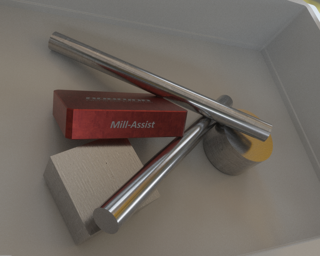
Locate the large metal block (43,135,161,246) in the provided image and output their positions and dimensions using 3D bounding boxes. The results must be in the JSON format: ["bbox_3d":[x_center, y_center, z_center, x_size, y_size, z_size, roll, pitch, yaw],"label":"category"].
[{"bbox_3d":[-0.060,0.059,0.316,0.081,0.050,0.080,-21,73,-36],"label":"large metal block"}]

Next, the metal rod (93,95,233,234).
[{"bbox_3d":[0.029,0.017,0.364,0.025,0.025,0.302,47,37,4],"label":"metal rod"}]

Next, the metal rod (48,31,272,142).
[{"bbox_3d":[0.000,-0.054,0.400,0.301,0.025,0.025,24,52,1],"label":"metal rod"}]

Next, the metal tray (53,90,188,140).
[{"bbox_3d":[-0.047,-0.017,0.351,0.131,0.030,0.090,-1,18,-27],"label":"metal tray"}]

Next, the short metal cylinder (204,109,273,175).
[{"bbox_3d":[0.109,0.020,0.435,0.081,0.050,0.080,14,56,-21],"label":"short metal cylinder"}]
